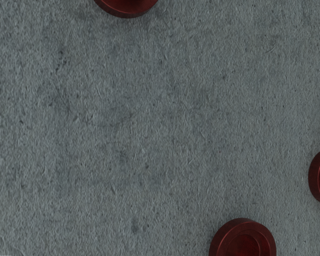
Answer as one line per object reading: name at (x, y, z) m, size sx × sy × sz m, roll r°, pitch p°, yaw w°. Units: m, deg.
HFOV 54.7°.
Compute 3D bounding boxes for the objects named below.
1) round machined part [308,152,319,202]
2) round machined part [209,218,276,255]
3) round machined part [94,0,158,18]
round machined part at (0.298, 0.082, 0.510) m, size 0.099 × 0.042 × 0.097 m, roll 0°, pitch 90°, yaw -20°
round machined part at (0.112, 0.177, 0.441) m, size 0.099 × 0.042 × 0.097 m, roll 0°, pitch 90°, yaw -20°
round machined part at (-0.041, -0.192, 0.384) m, size 0.099 × 0.042 × 0.097 m, roll 0°, pitch 90°, yaw -20°
